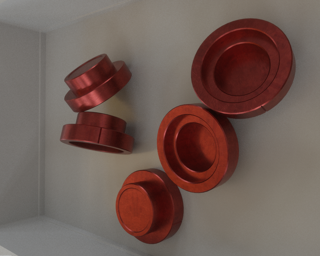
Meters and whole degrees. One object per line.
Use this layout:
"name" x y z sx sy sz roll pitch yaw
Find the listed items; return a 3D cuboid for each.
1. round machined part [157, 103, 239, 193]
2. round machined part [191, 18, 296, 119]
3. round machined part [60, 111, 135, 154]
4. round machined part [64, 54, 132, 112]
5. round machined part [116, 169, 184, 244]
"round machined part" 0.046 0.020 0.351 0.098 0.042 0.097 8 102 42
"round machined part" 0.085 -0.056 0.314 0.098 0.042 0.098 -8 74 29
"round machined part" -0.083 0.007 0.428 0.098 0.098 0.042 -1 75 39
"round machined part" -0.092 -0.068 0.431 0.098 0.098 0.042 -9 124 39
"round machined part" -0.021 0.105 0.411 0.098 0.042 0.097 0 90 39
